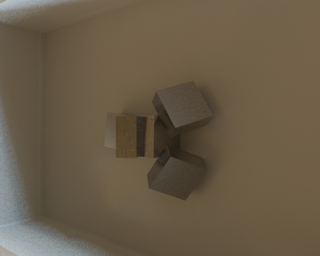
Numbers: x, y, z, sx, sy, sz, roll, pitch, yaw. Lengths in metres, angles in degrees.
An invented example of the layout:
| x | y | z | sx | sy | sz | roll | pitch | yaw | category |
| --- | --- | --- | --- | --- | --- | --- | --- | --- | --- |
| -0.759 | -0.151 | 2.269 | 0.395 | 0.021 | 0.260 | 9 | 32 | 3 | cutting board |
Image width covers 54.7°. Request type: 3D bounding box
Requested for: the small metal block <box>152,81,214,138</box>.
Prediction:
| x | y | z | sx | sy | sz | roll | pitch | yaw | category |
| --- | --- | --- | --- | --- | --- | --- | --- | --- | --- |
| 0.026 | -0.023 | 0.362 | 0.050 | 0.050 | 0.025 | 64 | 157 | 20 | small metal block |

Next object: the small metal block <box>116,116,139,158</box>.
| x | y | z | sx | sy | sz | roll | pitch | yaw | category |
| --- | --- | --- | --- | --- | --- | --- | --- | --- | --- |
| -0.036 | 0.009 | 0.393 | 0.025 | 0.050 | 0.050 | 1 | 94 | 8 | small metal block |

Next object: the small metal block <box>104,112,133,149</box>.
| x | y | z | sx | sy | sz | roll | pitch | yaw | category |
| --- | --- | --- | --- | --- | --- | --- | --- | --- | --- |
| -0.052 | 0.005 | 0.444 | 0.050 | 0.025 | 0.050 | 9 | 95 | 39 | small metal block |

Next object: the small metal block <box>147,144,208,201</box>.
| x | y | z | sx | sy | sz | roll | pitch | yaw | category |
| --- | --- | --- | --- | --- | --- | --- | --- | --- | --- |
| 0.020 | 0.053 | 0.367 | 0.050 | 0.050 | 0.025 | -58 | 22 | 23 | small metal block |

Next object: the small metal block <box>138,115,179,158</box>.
| x | y | z | sx | sy | sz | roll | pitch | yaw | category |
| --- | --- | --- | --- | --- | --- | --- | --- | --- | --- |
| -0.001 | 0.010 | 0.387 | 0.025 | 0.050 | 0.050 | 1 | 91 | 40 | small metal block |
